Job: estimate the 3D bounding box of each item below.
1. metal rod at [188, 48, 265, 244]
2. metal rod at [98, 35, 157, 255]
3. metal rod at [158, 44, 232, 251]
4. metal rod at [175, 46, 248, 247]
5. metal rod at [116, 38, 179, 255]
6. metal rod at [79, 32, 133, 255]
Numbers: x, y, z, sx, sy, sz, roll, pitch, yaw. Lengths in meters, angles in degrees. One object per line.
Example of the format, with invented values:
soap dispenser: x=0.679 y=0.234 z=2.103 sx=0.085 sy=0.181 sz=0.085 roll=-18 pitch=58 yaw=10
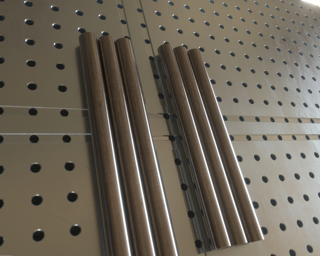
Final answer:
metal rod: x=0.086 y=0.009 z=0.447 sx=0.025 sy=0.025 sz=0.299 roll=1 pitch=61 yaw=-28
metal rod: x=-0.045 y=0.009 z=0.377 sx=0.025 sy=0.025 sz=0.299 roll=1 pitch=61 yaw=-28
metal rod: x=0.040 y=0.008 z=0.423 sx=0.025 sy=0.025 sz=0.299 roll=1 pitch=61 yaw=-28
metal rod: x=0.062 y=0.009 z=0.435 sx=0.025 sy=0.025 sz=0.299 roll=1 pitch=61 yaw=-28
metal rod: x=-0.023 y=0.009 z=0.389 sx=0.025 sy=0.025 sz=0.299 roll=1 pitch=61 yaw=-28
metal rod: x=-0.068 y=0.008 z=0.366 sx=0.025 sy=0.025 sz=0.299 roll=1 pitch=61 yaw=-28
